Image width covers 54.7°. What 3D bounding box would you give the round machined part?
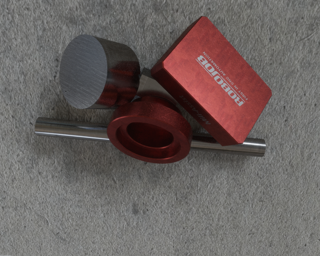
[{"bbox_3d":[-0.010,0.000,0.369,0.098,0.042,0.098,10,146,7],"label":"round machined part"}]

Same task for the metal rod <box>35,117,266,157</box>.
[{"bbox_3d":[-0.010,0.013,0.416,0.302,0.025,0.025,6,110,-3],"label":"metal rod"}]

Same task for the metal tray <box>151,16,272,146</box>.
[{"bbox_3d":[0.064,-0.052,0.362,0.130,0.030,0.090,43,66,-15],"label":"metal tray"}]

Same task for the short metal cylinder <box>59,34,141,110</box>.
[{"bbox_3d":[-0.069,-0.061,0.353,0.080,0.050,0.079,1,92,37],"label":"short metal cylinder"}]

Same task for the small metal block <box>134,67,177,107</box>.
[{"bbox_3d":[-0.002,-0.049,0.378,0.050,0.050,0.025,22,109,-8],"label":"small metal block"}]
